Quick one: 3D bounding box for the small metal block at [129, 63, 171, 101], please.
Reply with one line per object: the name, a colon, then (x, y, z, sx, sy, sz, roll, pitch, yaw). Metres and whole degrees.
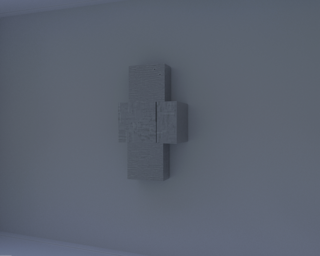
small metal block: (-0.013, -0.057, 0.413, 0.050, 0.025, 0.050, 0, 90, 20)

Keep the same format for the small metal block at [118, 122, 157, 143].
small metal block: (-0.020, 0.005, 0.402, 0.050, 0.050, 0.025, 0, 90, 20)

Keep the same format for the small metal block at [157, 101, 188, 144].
small metal block: (0.016, -0.007, 0.390, 0.025, 0.050, 0.050, 0, 90, 20)

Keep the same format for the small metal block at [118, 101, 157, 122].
small metal block: (-0.020, -0.020, 0.402, 0.050, 0.050, 0.025, 0, 90, 20)

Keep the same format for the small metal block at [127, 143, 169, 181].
small metal block: (-0.015, 0.043, 0.414, 0.050, 0.025, 0.050, 0, 90, 20)
